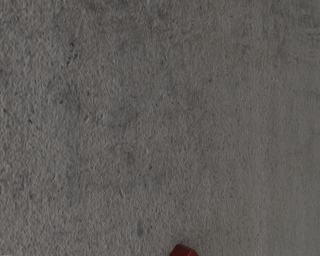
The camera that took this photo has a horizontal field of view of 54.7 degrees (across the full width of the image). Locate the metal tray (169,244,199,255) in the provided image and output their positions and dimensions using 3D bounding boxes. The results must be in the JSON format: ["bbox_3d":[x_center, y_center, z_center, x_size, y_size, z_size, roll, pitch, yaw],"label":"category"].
[{"bbox_3d":[0.020,0.238,0.418,0.130,0.030,0.090,-49,119,-29],"label":"metal tray"}]
